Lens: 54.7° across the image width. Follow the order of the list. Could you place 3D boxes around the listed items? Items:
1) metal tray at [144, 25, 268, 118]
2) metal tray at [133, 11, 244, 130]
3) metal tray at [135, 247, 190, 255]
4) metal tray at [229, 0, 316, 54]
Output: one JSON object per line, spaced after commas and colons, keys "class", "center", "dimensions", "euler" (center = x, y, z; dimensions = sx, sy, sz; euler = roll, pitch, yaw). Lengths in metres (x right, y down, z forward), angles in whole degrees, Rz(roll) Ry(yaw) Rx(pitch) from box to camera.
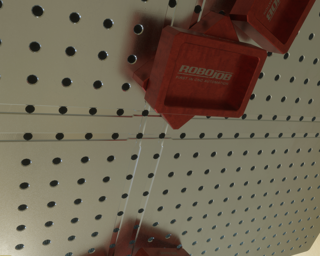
{"class": "metal tray", "center": [0.055, -0.060, 0.362], "dimensions": [0.131, 0.030, 0.089], "euler": [2, 117, -30]}
{"class": "metal tray", "center": [0.043, -0.070, 0.390], "dimensions": [0.130, 0.030, 0.090], "euler": [-39, 130, -2]}
{"class": "metal tray", "center": [-0.006, 0.258, 0.545], "dimensions": [0.131, 0.030, 0.090], "euler": [26, 96, -47]}
{"class": "metal tray", "center": [0.149, -0.168, 0.374], "dimensions": [0.090, 0.030, 0.129], "euler": [24, 96, -37]}
